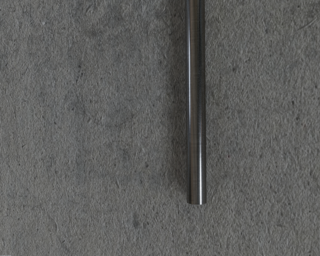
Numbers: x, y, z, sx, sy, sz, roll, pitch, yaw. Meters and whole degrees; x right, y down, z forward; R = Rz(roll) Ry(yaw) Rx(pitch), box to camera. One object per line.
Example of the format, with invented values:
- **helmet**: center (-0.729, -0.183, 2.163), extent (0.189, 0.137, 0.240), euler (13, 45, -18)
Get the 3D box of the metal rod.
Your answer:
- **metal rod**: center (0.045, -0.055, 0.393), extent (0.025, 0.025, 0.298), euler (-1, 90, 20)
